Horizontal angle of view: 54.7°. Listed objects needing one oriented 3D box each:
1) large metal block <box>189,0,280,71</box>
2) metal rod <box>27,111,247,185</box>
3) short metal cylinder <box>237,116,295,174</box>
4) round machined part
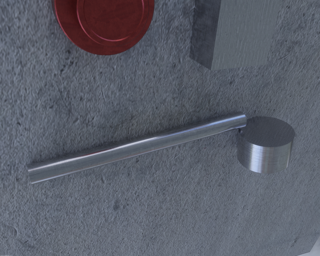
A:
[{"bbox_3d":[0.086,-0.118,0.366,0.081,0.050,0.079,-11,123,-23],"label":"large metal block"},{"bbox_3d":[-0.014,0.020,0.413,0.302,0.025,0.025,-14,124,-21],"label":"metal rod"},{"bbox_3d":[0.161,0.025,0.477,0.081,0.080,0.050,-19,126,-18],"label":"short metal cylinder"},{"bbox_3d":[-0.050,-0.117,0.297,0.099,0.042,0.097,-14,125,-21],"label":"round machined part"}]
